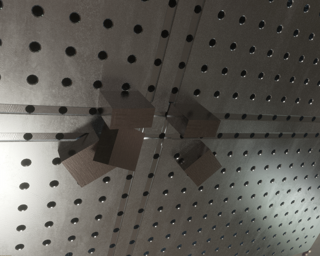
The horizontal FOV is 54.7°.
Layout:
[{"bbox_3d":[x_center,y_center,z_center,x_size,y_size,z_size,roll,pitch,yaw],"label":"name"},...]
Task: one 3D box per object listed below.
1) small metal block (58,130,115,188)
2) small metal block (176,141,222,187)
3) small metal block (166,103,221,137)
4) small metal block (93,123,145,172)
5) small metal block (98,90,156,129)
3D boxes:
[{"bbox_3d":[-0.090,0.039,0.387,0.050,0.025,0.050,-30,129,-9],"label":"small metal block"},{"bbox_3d":[0.062,0.056,0.482,0.050,0.025,0.050,-40,130,-1],"label":"small metal block"},{"bbox_3d":[0.044,-0.011,0.414,0.050,0.050,0.025,1,118,-29],"label":"small metal block"},{"bbox_3d":[-0.049,0.023,0.379,0.050,0.025,0.050,28,75,-54],"label":"small metal block"},{"bbox_3d":[-0.040,-0.022,0.360,0.050,0.050,0.025,-3,120,-28],"label":"small metal block"}]
